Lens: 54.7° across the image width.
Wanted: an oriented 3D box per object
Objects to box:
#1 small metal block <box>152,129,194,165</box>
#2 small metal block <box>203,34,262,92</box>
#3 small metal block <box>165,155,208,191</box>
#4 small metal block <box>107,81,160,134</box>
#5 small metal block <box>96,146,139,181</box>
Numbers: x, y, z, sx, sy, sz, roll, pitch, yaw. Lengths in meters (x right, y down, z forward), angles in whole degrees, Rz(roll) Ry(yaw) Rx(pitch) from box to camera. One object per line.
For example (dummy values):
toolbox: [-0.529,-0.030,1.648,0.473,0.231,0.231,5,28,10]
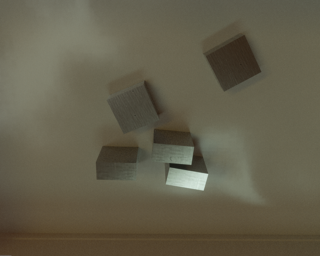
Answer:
small metal block: [0.016,0.024,0.407,0.050,0.050,0.025,5,110,-3]
small metal block: [0.089,-0.081,0.383,0.050,0.025,0.050,-28,108,9]
small metal block: [0.034,0.057,0.420,0.050,0.050,0.025,10,110,-4]
small metal block: [-0.033,-0.027,0.401,0.050,0.025,0.050,-22,109,7]
small metal block: [-0.055,0.046,0.414,0.050,0.050,0.025,2,110,-1]
